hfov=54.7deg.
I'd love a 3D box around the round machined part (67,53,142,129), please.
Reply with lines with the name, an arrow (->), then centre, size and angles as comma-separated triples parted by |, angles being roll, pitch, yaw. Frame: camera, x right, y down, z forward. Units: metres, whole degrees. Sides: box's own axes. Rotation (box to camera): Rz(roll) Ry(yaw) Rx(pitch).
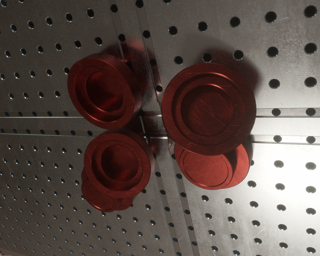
round machined part -> -0.067, -0.050, 0.403 | 0.098, 0.042, 0.097 | 13, 124, 20

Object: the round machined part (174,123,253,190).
round machined part -> 0.063, 0.039, 0.390 | 0.098, 0.042, 0.097 | 13, 124, 20

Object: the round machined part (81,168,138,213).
round machined part -> -0.088, 0.098, 0.506 | 0.098, 0.042, 0.097 | 13, 124, 20

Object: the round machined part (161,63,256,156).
round machined part -> 0.051, -0.019, 0.340 | 0.099, 0.042, 0.097 | 0, 85, 0

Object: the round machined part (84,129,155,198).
round machined part -> -0.055, 0.047, 0.445 | 0.098, 0.042, 0.097 | 4, 106, 13
